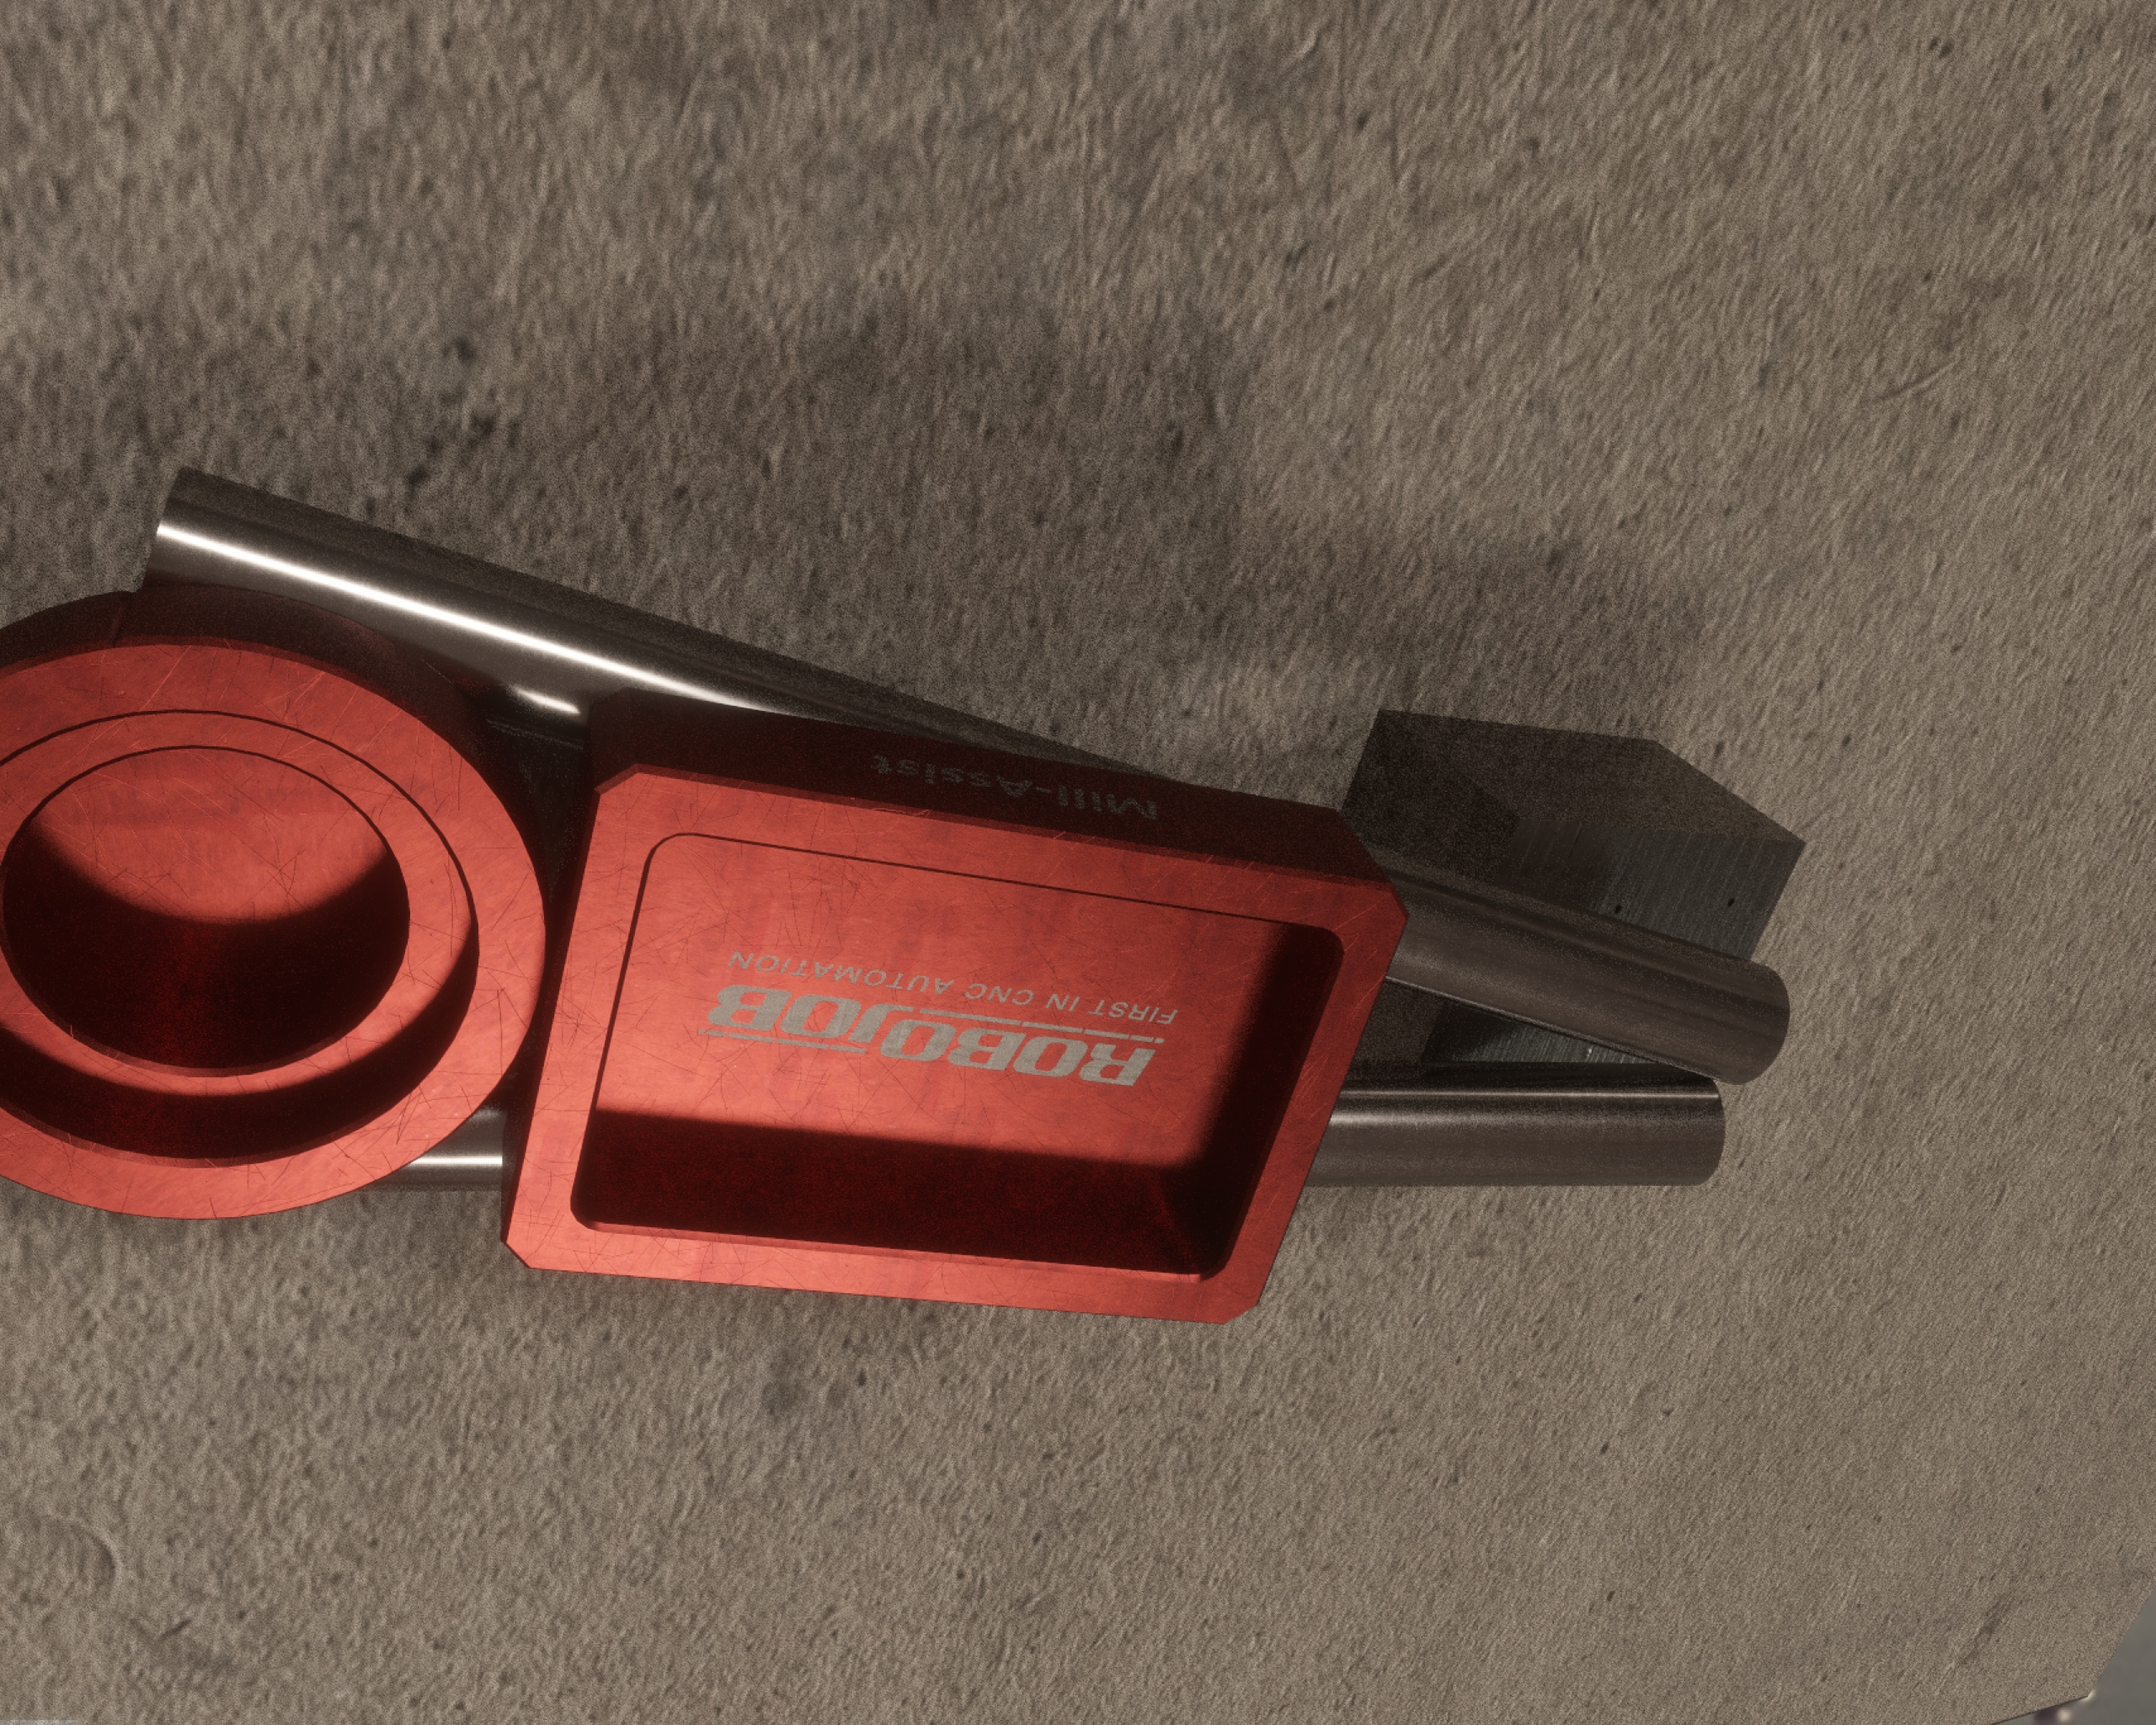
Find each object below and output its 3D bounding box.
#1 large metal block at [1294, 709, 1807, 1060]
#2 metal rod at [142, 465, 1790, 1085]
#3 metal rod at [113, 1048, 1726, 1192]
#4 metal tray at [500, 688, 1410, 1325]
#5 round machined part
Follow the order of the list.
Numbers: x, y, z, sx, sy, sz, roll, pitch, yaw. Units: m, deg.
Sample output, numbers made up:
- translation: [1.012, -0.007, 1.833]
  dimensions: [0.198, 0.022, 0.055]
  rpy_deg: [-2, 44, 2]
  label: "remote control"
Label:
- translation: [0.098, 0.017, 0.456]
  dimensions: [0.081, 0.050, 0.079]
  rpy_deg: [4, 117, -31]
  label: "large metal block"
- translation: [-0.001, -0.007, 0.363]
  dimensions: [0.302, 0.025, 0.025]
  rpy_deg: [16, 110, -22]
  label: "metal rod"
- translation: [-0.019, 0.048, 0.387]
  dimensions: [0.302, 0.025, 0.025]
  rpy_deg: [2, 118, -16]
  label: "metal rod"
- translation: [-0.021, 0.028, 0.344]
  dimensions: [0.131, 0.030, 0.089]
  rpy_deg: [9, 115, -19]
  label: "metal tray"
- translation: [-0.133, 0.003, 0.320]
  dimensions: [0.099, 0.042, 0.097]
  rpy_deg: [-7, 119, -13]
  label: "round machined part"
